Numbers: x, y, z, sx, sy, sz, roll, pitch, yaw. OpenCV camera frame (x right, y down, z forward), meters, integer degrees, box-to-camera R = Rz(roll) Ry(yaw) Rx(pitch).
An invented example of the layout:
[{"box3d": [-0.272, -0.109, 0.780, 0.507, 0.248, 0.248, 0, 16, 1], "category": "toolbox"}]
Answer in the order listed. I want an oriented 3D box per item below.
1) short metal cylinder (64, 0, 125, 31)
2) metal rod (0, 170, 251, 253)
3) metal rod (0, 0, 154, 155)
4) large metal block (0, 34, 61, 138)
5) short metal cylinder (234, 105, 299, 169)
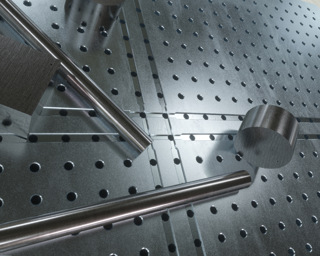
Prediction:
[{"box3d": [-0.095, -0.191, 0.457, 0.081, 0.050, 0.080, 14, 56, -21], "category": "short metal cylinder"}, {"box3d": [-0.013, 0.084, 0.349, 0.303, 0.025, 0.025, -6, 65, -31], "category": "metal rod"}, {"box3d": [-0.123, -0.081, 0.390, 0.300, 0.025, 0.025, 44, 51, 2], "category": "metal rod"}, {"box3d": [-0.164, -0.047, 0.332, 0.080, 0.050, 0.080, 23, 53, -15], "category": "large metal block"}, {"box3d": [0.154, 0.013, 0.448, 0.080, 0.080, 0.050, 38, 51, -3], "category": "short metal cylinder"}]
